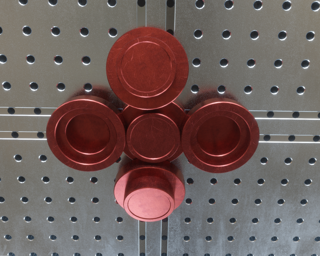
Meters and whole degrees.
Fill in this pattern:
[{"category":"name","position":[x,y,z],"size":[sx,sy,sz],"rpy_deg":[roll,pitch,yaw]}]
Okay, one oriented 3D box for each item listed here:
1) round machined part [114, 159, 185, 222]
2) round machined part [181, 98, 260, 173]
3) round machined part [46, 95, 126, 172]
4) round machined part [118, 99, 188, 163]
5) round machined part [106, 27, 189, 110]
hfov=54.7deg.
[{"category":"round machined part","position":[-0.014,0.091,0.425],"size":[0.099,0.042,0.097],"rpy_deg":[0,125,0]},{"category":"round machined part","position":[0.076,0.007,0.407],"size":[0.099,0.042,0.097],"rpy_deg":[0,110,-1]},{"category":"round machined part","position":[-0.092,0.004,0.404],"size":[0.099,0.042,0.097],"rpy_deg":[0,110,-1]},{"category":"round machined part","position":[-0.009,0.006,0.405],"size":[0.099,0.042,0.097],"rpy_deg":[0,110,-1]},{"category":"round machined part","position":[-0.015,-0.070,0.366],"size":[0.099,0.042,0.097],"rpy_deg":[0,96,1]}]
